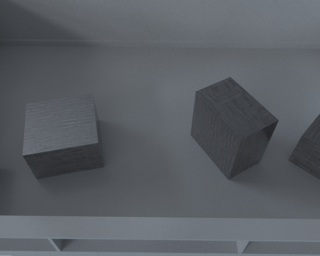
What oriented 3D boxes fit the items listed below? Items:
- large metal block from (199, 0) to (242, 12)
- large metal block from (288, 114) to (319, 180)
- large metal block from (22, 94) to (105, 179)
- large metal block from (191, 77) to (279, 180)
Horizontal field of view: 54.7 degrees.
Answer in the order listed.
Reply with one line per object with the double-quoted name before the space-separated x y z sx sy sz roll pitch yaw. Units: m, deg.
"large metal block" 0.128 -0.284 0.631 0.080 0.050 0.080 10 51 8
"large metal block" 0.218 0.023 0.371 0.080 0.050 0.080 35 58 26
"large metal block" -0.116 0.009 0.380 0.081 0.050 0.080 -9 51 -8
"large metal block" 0.083 0.001 0.369 0.050 0.080 0.080 -24 54 -19
